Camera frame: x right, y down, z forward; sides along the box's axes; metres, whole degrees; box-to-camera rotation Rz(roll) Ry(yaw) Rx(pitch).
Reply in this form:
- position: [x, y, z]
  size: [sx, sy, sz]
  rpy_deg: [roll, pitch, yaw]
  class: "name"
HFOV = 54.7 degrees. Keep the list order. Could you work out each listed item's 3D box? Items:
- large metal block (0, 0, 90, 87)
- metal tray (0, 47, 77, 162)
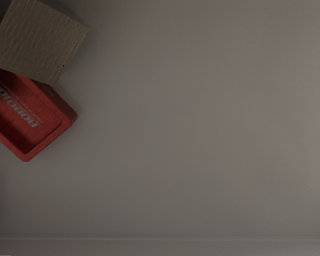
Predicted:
- position: [-0.139, -0.102, 0.338]
  size: [0.080, 0.050, 0.080]
  rpy_deg: [18, 114, -46]
  class: "large metal block"
- position: [-0.184, -0.030, 0.394]
  size: [0.090, 0.030, 0.130]
  rpy_deg: [-38, 106, 12]
  class: "metal tray"
